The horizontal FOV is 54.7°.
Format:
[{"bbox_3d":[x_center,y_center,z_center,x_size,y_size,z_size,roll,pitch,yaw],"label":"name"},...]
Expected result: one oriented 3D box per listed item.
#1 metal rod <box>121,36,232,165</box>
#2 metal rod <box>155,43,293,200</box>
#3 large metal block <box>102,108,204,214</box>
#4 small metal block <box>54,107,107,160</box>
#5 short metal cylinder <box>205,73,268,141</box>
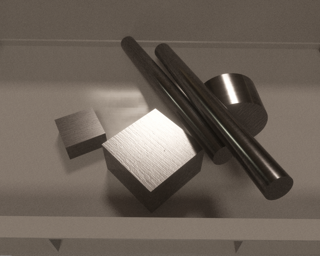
[{"bbox_3d":[0.005,-0.058,0.418,0.025,0.025,0.300,-18,42,-15],"label":"metal rod"},{"bbox_3d":[0.047,-0.035,0.355,0.025,0.025,0.300,-13,37,-11],"label":"metal rod"},{"bbox_3d":[-0.007,0.035,0.359,0.080,0.050,0.080,-36,59,-26],"label":"large metal block"},{"bbox_3d":[-0.101,0.006,0.399,0.050,0.025,0.050,-21,53,-17],"label":"small metal block"},{"bbox_3d":[0.087,-0.022,0.389,0.081,0.080,0.050,-4,50,-4],"label":"short metal cylinder"}]
